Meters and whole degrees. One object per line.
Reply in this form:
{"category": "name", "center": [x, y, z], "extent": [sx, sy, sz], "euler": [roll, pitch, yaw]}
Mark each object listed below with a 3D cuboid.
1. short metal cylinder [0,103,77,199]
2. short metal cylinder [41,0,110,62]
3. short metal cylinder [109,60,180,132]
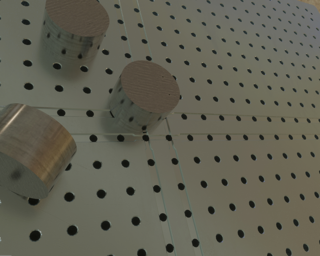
{"category": "short metal cylinder", "center": [-0.127, 0.023, 0.291], "extent": [0.080, 0.080, 0.050], "euler": [31, 52, -9]}
{"category": "short metal cylinder", "center": [-0.114, -0.136, 0.414], "extent": [0.081, 0.050, 0.080], "euler": [14, 56, -21]}
{"category": "short metal cylinder", "center": [-0.021, -0.042, 0.408], "extent": [0.081, 0.050, 0.080], "euler": [14, 56, -21]}
